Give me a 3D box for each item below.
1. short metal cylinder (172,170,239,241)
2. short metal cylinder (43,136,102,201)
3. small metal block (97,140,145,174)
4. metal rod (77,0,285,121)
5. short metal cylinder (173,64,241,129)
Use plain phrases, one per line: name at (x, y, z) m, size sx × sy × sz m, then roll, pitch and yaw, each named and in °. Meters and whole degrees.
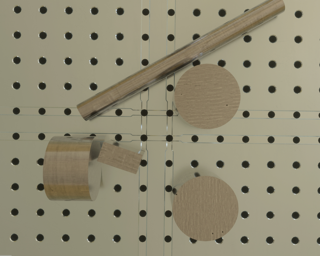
short metal cylinder at (0.055, 0.098, 0.401) m, size 0.081 × 0.050 × 0.080 m, roll 0°, pitch 90°, yaw 0°
short metal cylinder at (-0.105, 0.050, 0.385) m, size 0.050 × 0.080 × 0.080 m, roll 1°, pitch 90°, yaw 0°
small metal block at (-0.049, 0.036, 0.400) m, size 0.050 × 0.050 × 0.025 m, roll 19°, pitch 90°, yaw 0°
metal rod at (0.028, -0.093, 0.413) m, size 0.301 × 0.025 × 0.025 m, roll -29°, pitch 90°, yaw 0°
short metal cylinder at (0.058, -0.039, 0.401) m, size 0.081 × 0.050 × 0.080 m, roll 0°, pitch 90°, yaw 0°
